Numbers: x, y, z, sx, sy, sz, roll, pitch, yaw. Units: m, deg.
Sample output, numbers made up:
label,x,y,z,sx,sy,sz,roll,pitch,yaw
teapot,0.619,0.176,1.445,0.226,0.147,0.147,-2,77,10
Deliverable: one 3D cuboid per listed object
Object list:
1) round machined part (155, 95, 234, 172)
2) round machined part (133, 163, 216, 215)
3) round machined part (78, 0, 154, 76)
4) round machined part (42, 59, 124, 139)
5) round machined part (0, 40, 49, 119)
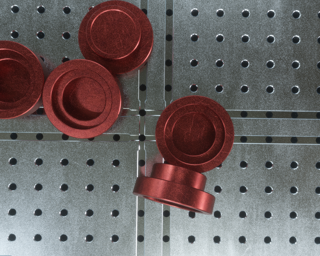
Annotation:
label,x,y,z,sx,sy,sz,roll,pitch,yaw
round machined part,0.043,0.008,0.406,0.099,0.042,0.097,0,90,-1
round machined part,0.020,0.073,0.380,0.099,0.098,0.042,16,74,-1
round machined part,-0.058,-0.119,0.404,0.099,0.042,0.097,0,90,-1
round machined part,-0.094,-0.038,0.398,0.099,0.042,0.097,1,99,4
round machined part,-0.193,-0.060,0.402,0.099,0.042,0.097,0,90,-1
